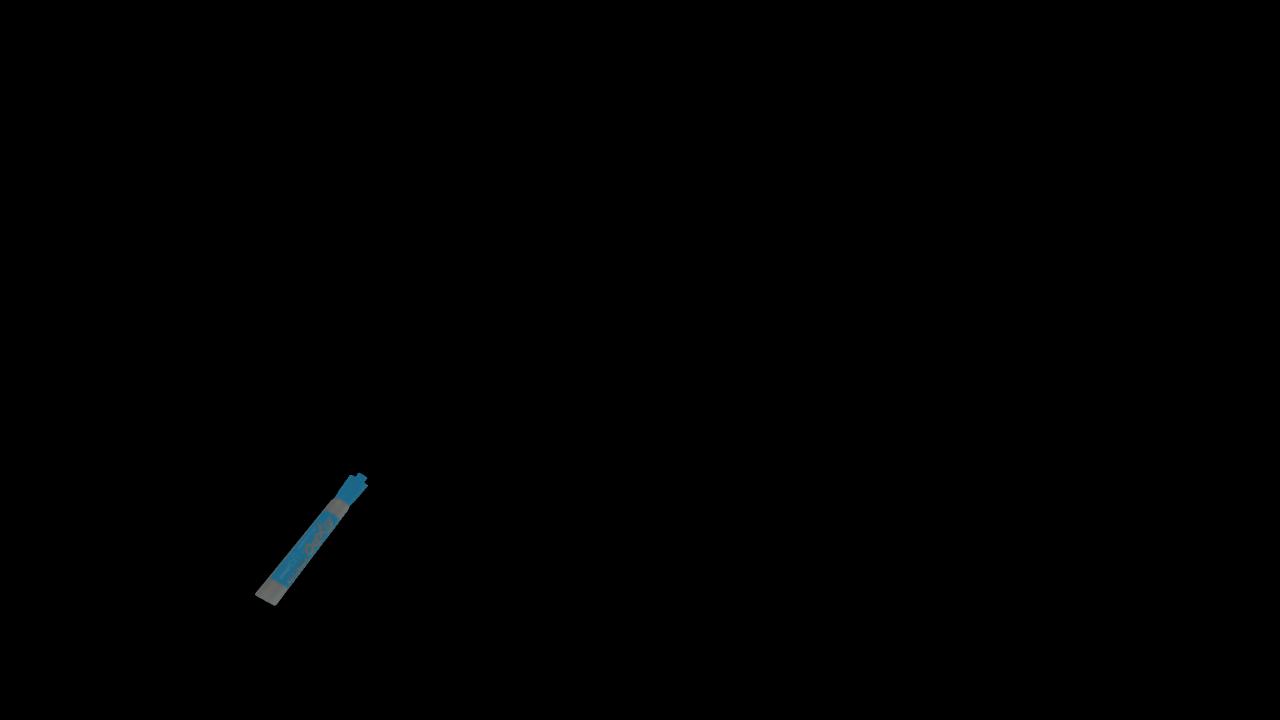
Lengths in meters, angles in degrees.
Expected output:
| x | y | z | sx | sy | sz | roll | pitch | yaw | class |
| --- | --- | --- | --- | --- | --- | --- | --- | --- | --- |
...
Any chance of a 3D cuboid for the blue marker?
| x | y | z | sx | sy | sz | roll | pitch | yaw | class |
| --- | --- | --- | --- | --- | --- | --- | --- | --- | --- |
| -0.277 | 0.149 | 0.527 | 0.020 | 0.121 | 0.020 | 20 | -33 | 14 | blue marker |
